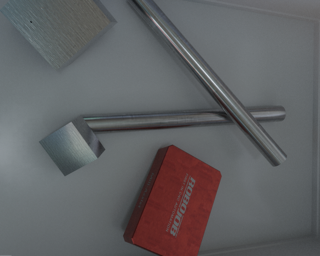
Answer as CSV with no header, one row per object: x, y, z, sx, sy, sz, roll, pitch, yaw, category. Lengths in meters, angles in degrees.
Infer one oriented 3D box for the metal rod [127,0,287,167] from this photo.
0.067,-0.064,0.417,0.025,0.025,0.300,-44,97,-15,metal rod

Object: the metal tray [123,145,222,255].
0.020,0.099,0.400,0.090,0.030,0.130,30,66,-18,metal tray

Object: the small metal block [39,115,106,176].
-0.101,0.021,0.360,0.050,0.025,0.050,-29,102,19,small metal block

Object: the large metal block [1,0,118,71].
-0.107,-0.123,0.341,0.080,0.050,0.080,-38,104,12,large metal block

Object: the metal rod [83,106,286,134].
0.045,-0.013,0.428,0.303,0.025,0.025,-4,92,-20,metal rod
